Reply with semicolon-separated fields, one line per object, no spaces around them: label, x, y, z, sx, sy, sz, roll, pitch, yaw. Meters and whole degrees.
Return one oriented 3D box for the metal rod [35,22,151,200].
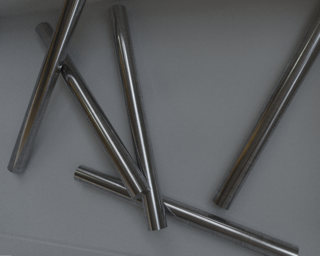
metal rod;-0.100;-0.037;0.419;0.025;0.025;0.299;-41;68;15

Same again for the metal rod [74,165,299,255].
metal rod;0.019;0.107;0.403;0.301;0.025;0.025;17;96;19

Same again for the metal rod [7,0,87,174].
metal rod;-0.162;-0.055;0.434;0.025;0.025;0.298;36;114;16

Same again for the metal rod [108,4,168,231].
metal rod;-0.031;-0.021;0.406;0.025;0.025;0.299;-15;80;19

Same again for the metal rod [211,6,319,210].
metal rod;0.142;-0.037;0.360;0.025;0.025;0.298;30;100;17
